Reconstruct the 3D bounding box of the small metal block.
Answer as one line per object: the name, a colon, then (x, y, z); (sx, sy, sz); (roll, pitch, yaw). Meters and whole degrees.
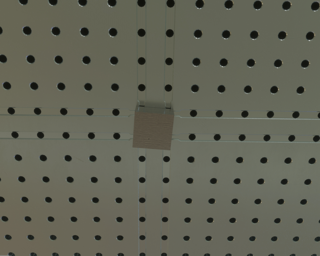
small metal block: (-0.009, 0.000, 0.413); (0.050, 0.025, 0.050); (5, 110, -2)
